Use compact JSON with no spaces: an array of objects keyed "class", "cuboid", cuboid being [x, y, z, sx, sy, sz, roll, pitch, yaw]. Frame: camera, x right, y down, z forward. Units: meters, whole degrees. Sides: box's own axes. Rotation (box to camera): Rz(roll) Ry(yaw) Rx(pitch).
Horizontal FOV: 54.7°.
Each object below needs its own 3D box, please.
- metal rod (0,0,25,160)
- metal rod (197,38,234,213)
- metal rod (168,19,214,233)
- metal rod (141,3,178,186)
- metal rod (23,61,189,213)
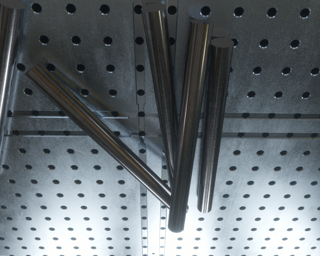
[{"class":"metal rod","cuboid":[-0.207,-0.019,0.391,0.025,0.025,0.298,19,128,-16]},{"class":"metal rod","cuboid":[0.071,0.021,0.430,0.025,0.025,0.298,-2,130,1]},{"class":"metal rod","cuboid":[0.034,0.019,0.393,0.025,0.025,0.298,3,120,-3]},{"class":"metal rod","cuboid":[0.012,-0.008,0.405,0.025,0.025,0.298,-6,130,4]},{"class":"metal rod","cuboid":[-0.056,0.031,0.420,0.025,0.025,0.300,-30,119,23]}]
